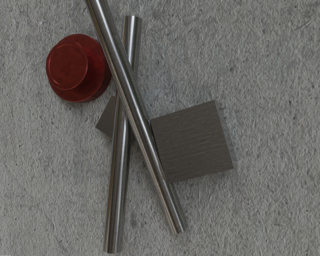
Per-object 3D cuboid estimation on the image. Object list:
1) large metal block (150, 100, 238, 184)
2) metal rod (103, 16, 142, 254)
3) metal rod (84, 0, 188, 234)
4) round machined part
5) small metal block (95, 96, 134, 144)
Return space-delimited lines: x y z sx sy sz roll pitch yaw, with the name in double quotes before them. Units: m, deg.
"large metal block" 0.043 0.017 0.380 0.080 0.050 0.080 -17 85 19
"metal rod" -0.048 0.010 0.398 0.025 0.025 0.298 6 92 19
"metal rod" -0.025 -0.009 0.377 0.025 0.025 0.298 -17 100 19
"round machined part" -0.121 -0.086 0.441 0.098 0.042 0.097 0 90 19
"small metal block" -0.053 -0.010 0.426 0.050 0.025 0.050 32 100 17
